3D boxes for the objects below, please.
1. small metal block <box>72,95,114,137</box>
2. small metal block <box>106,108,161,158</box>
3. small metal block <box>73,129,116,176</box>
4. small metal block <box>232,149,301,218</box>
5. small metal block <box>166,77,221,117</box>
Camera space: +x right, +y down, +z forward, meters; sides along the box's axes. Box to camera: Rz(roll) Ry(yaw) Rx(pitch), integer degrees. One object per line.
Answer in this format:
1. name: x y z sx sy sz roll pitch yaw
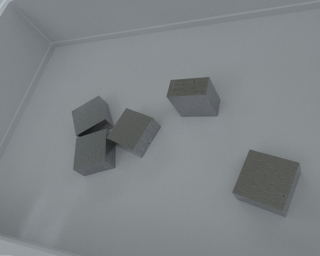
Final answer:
1. small metal block: -0.101 -0.013 0.465 0.050 0.025 0.050 -29 52 9
2. small metal block: -0.035 0.006 0.419 0.050 0.025 0.050 21 73 35
3. small metal block: -0.090 0.034 0.430 0.050 0.025 0.050 -16 55 18
4. small metal block: 0.109 0.055 0.314 0.050 0.025 0.050 15 69 34
5. small metal block: 0.043 -0.037 0.389 0.050 0.050 0.025 0 62 28
